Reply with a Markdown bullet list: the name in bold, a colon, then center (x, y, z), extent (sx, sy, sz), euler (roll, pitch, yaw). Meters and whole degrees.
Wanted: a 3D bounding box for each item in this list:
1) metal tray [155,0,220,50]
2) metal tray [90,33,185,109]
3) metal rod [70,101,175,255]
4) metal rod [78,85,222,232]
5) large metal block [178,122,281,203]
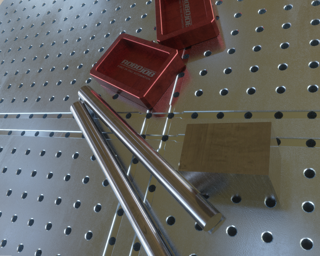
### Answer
- **metal tray**: center (0.040, -0.188, 0.497), extent (0.090, 0.030, 0.130), euler (-15, 55, 19)
- **metal tray**: center (-0.038, -0.092, 0.479), extent (0.130, 0.030, 0.090), euler (29, 77, 37)
- **metal rod**: center (-0.058, 0.059, 0.400), extent (0.025, 0.025, 0.300), euler (-39, 51, 1)
- **metal rod**: center (-0.034, 0.020, 0.412), extent (0.025, 0.025, 0.300), euler (-46, 51, -4)
- **large metal block**: center (0.074, 0.036, 0.311), extent (0.080, 0.080, 0.050), euler (-1, 61, 27)
